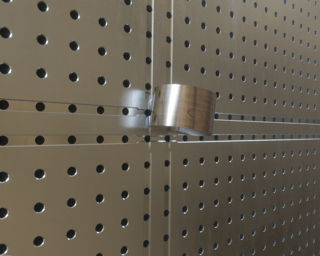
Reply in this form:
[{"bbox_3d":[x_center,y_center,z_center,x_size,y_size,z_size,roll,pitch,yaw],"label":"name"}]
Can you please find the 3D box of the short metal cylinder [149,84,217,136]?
[{"bbox_3d":[0.029,-0.021,0.397,0.081,0.080,0.050,13,82,-39],"label":"short metal cylinder"}]
